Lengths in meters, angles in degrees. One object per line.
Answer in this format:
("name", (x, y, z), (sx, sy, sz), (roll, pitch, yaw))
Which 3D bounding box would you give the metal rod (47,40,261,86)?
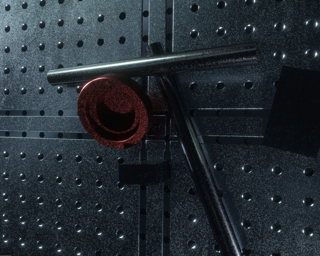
("metal rod", (-0.029, -0.078, 0.397), (0.300, 0.025, 0.025), (-1, 90, 28))

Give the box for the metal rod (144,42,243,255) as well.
("metal rod", (0.042, 0.030, 0.397), (0.025, 0.025, 0.299), (-22, 83, 18))

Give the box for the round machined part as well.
("round machined part", (-0.055, -0.025, 0.410), (0.098, 0.042, 0.097), (8, 116, 16))

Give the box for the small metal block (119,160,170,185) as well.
("small metal block", (-0.020, 0.057, 0.405), (0.050, 0.050, 0.025), (-3, 89, 19))

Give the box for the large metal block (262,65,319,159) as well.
("large metal block", (0.146, -0.016, 0.332), (0.050, 0.080, 0.079), (15, 95, 19))
